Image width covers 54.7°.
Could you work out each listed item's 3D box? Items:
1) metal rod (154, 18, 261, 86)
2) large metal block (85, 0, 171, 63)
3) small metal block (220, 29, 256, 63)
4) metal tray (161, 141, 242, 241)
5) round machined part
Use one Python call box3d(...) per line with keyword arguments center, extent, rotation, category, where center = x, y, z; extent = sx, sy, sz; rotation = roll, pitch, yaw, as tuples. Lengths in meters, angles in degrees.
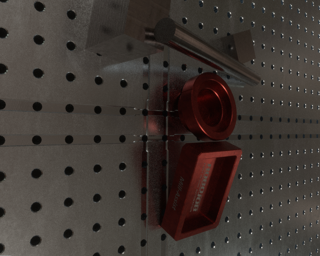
box3d(center=(0.086, -0.091, 0.428), extent=(0.302, 0.025, 0.025), rotation=(3, 89, -57), category="metal rod")
box3d(center=(-0.035, -0.125, 0.345), extent=(0.050, 0.080, 0.080), rotation=(14, 81, -40), category="large metal block")
box3d(center=(0.133, -0.135, 0.523), extent=(0.050, 0.025, 0.050), rotation=(-27, 107, -37), category="small metal block")
box3d(center=(0.058, 0.084, 0.428), extent=(0.091, 0.030, 0.129), rotation=(0, 111, -40), category="metal tray")
box3d(center=(0.064, -0.028, 0.447), extent=(0.099, 0.042, 0.098), rotation=(11, 73, -40), category="round machined part")
